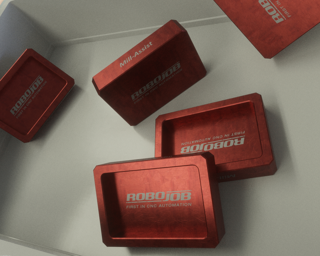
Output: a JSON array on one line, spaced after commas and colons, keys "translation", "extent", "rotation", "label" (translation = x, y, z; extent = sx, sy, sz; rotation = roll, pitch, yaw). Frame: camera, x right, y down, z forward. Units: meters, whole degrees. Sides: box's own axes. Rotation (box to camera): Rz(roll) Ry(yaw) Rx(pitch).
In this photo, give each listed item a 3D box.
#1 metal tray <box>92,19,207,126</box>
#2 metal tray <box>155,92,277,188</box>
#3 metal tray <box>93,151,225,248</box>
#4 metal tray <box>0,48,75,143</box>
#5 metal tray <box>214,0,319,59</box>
[{"translation": [-0.011, -0.068, 0.409], "extent": [0.130, 0.090, 0.030], "rotation": [-35, 52, 4], "label": "metal tray"}, {"translation": [0.059, 0.017, 0.360], "extent": [0.130, 0.030, 0.090], "rotation": [-12, 56, 21], "label": "metal tray"}, {"translation": [-0.004, 0.077, 0.329], "extent": [0.130, 0.030, 0.089], "rotation": [-9, 88, 23], "label": "metal tray"}, {"translation": [-0.215, -0.052, 0.505], "extent": [0.130, 0.090, 0.030], "rotation": [-56, 15, -12], "label": "metal tray"}, {"translation": [0.121, -0.157, 0.357], "extent": [0.090, 0.130, 0.030], "rotation": [-38, 9, 40], "label": "metal tray"}]
